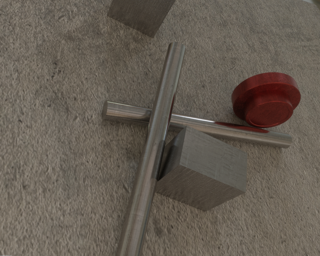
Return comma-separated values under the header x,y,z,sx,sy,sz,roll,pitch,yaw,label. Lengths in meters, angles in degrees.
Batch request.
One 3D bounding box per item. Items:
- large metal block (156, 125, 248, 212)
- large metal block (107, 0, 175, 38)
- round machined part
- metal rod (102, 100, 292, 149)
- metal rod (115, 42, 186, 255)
x,y,z,sx,sy,sz,roll,pitch,yaw,label
0.043,0.051,0.362,0.080,0.080,0.050,24,53,-14,large metal block
-0.026,-0.199,0.478,0.080,0.080,0.050,22,53,-15,large metal block
0.160,-0.035,0.466,0.099,0.097,0.042,14,54,-21,round machined part
0.068,0.000,0.442,0.302,0.025,0.025,9,58,-24,metal rod
-0.006,0.017,0.365,0.025,0.025,0.300,22,61,-16,metal rod
